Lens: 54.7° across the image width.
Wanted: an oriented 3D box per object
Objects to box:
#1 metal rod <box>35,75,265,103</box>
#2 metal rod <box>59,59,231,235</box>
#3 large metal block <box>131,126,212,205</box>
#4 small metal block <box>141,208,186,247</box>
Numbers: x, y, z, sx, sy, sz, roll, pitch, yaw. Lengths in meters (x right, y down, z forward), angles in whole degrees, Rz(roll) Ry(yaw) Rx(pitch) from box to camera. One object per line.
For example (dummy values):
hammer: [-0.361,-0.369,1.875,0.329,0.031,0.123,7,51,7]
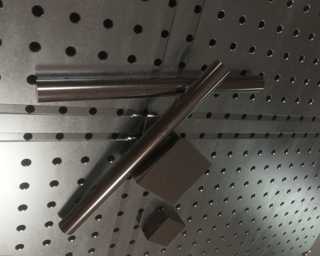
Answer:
metal rod: [0.008,-0.051,0.385,0.303,0.025,0.025,-6,121,-26]
metal rod: [-0.027,0.032,0.397,0.299,0.025,0.025,-46,130,11]
large metal block: [0.012,0.049,0.434,0.080,0.050,0.080,-47,130,4]
small metal block: [0.007,0.167,0.521,0.050,0.025,0.050,-49,129,6]
